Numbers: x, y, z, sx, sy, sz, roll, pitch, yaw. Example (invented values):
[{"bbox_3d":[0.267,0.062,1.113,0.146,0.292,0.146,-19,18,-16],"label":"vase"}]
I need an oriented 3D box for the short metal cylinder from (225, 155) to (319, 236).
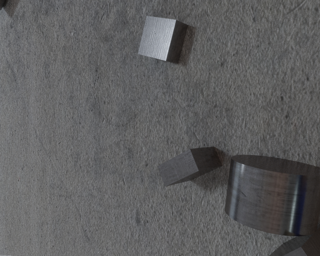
[{"bbox_3d":[0.103,0.057,0.283,0.080,0.081,0.050,10,97,39],"label":"short metal cylinder"}]

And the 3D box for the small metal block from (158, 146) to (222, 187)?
[{"bbox_3d":[0.035,0.044,0.358,0.050,0.050,0.025,-32,70,35],"label":"small metal block"}]

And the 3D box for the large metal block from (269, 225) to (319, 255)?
[{"bbox_3d":[0.134,0.135,0.258,0.050,0.081,0.080,-45,63,30],"label":"large metal block"}]

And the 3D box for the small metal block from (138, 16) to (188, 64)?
[{"bbox_3d":[0.003,-0.114,0.401,0.050,0.025,0.050,23,105,37],"label":"small metal block"}]

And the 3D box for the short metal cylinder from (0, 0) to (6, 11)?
[{"bbox_3d":[-0.380,-0.303,0.678,0.050,0.081,0.080,-48,62,29],"label":"short metal cylinder"}]
